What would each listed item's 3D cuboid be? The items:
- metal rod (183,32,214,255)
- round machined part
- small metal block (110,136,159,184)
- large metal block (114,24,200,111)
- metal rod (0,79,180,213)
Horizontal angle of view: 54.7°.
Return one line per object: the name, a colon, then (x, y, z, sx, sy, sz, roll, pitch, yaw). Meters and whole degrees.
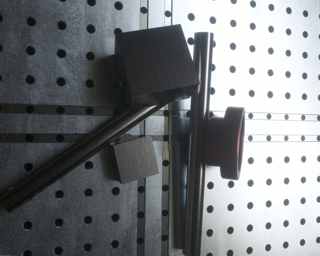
metal rod: (0.051, 0.026, 0.416, 0.025, 0.025, 0.298, 0, 96, -20)
round machined part: (0.088, 0.019, 0.419, 0.042, 0.098, 0.097, 5, 88, 19)
small metal block: (-0.033, 0.040, 0.401, 0.050, 0.025, 0.050, -13, 95, -20)
large metal block: (-0.007, -0.074, 0.381, 0.081, 0.050, 0.080, -13, 77, -13)
metal rod: (-0.058, 0.001, 0.391, 0.301, 0.025, 0.025, -36, 102, -17)
